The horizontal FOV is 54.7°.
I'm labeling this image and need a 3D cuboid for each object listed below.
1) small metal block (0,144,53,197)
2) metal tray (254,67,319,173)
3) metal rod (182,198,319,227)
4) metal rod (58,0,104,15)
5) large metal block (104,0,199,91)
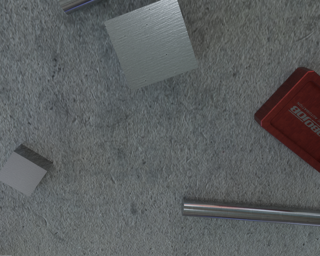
[{"bbox_3d":[-0.187,0.059,0.429,0.050,0.025,0.050,35,106,-12],"label":"small metal block"},{"bbox_3d":[0.203,-0.006,0.407,0.130,0.030,0.090,36,106,-13],"label":"metal tray"},{"bbox_3d":[0.184,0.129,0.460,0.302,0.025,0.025,5,110,-3],"label":"metal rod"},{"bbox_3d":[0.030,-0.192,0.339,0.301,0.025,0.025,-19,109,6],"label":"metal rod"},{"bbox_3d":[-0.008,-0.099,0.360,0.080,0.050,0.080,-19,109,6],"label":"large metal block"}]
